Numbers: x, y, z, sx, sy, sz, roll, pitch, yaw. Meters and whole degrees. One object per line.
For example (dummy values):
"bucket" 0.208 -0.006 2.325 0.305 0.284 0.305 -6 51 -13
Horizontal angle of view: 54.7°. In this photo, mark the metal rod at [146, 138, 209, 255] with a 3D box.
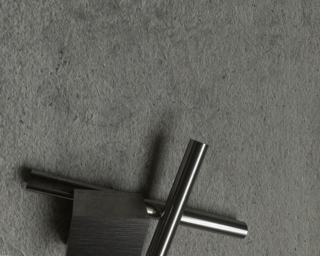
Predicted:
"metal rod" -0.004 0.157 0.387 0.025 0.025 0.299 20 91 -19

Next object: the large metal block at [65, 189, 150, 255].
"large metal block" -0.063 0.121 0.356 0.081 0.050 0.079 8 109 -16

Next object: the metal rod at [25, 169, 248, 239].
"metal rod" -0.015 0.104 0.403 0.302 0.025 0.025 19 84 -19
